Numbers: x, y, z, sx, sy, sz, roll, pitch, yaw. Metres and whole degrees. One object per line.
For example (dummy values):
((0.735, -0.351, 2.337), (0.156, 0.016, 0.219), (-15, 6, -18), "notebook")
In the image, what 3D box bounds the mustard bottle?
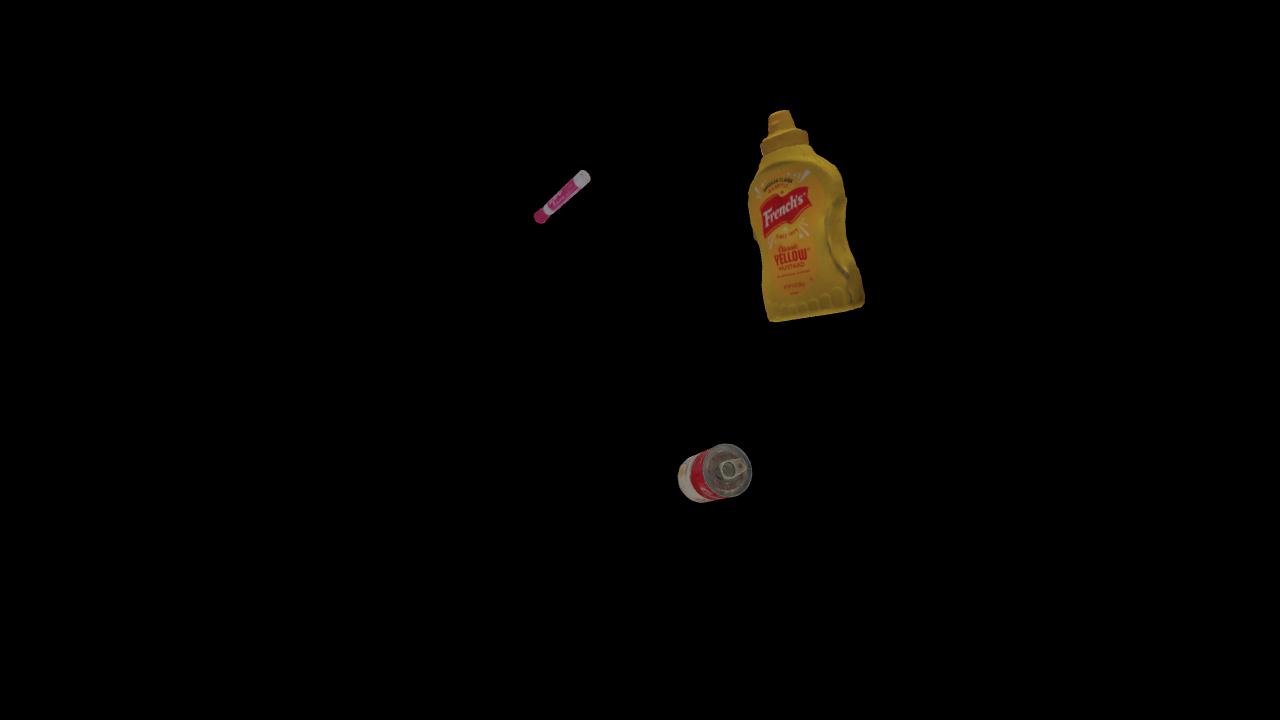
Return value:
((0.140, -0.130, 0.549), (0.054, 0.184, 0.092), (-13, 4, -37), "mustard bottle")

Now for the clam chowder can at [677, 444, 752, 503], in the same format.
((0.096, 0.152, 0.816), (0.068, 0.068, 0.102), (0, -16, -16), "clam chowder can")

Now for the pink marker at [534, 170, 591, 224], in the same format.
((-0.111, -0.224, 0.854), (0.020, 0.020, 0.121), (0, -19, -43), "pink marker")
